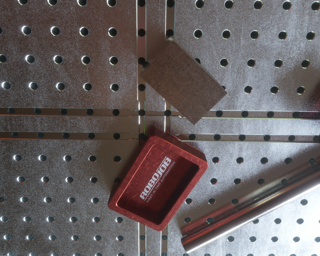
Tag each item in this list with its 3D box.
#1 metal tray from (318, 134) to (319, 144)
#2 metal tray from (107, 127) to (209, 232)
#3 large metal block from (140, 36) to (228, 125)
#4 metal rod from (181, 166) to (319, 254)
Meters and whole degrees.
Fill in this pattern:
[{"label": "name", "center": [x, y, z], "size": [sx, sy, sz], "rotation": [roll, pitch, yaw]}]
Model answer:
[{"label": "metal tray", "center": [0.282, -0.004, 0.399], "size": [0.131, 0.030, 0.089], "rotation": [16, 91, -6]}, {"label": "metal tray", "center": [-0.004, 0.075, 0.438], "size": [0.090, 0.030, 0.129], "rotation": [29, 107, -11]}, {"label": "large metal block", "center": [0.025, -0.059, 0.363], "size": [0.080, 0.080, 0.050], "rotation": [41, 105, -14]}, {"label": "metal rod", "center": [0.166, 0.107, 0.455], "size": [0.300, 0.025, 0.025], "rotation": [-31, 108, 10]}]
